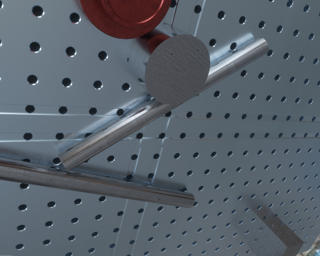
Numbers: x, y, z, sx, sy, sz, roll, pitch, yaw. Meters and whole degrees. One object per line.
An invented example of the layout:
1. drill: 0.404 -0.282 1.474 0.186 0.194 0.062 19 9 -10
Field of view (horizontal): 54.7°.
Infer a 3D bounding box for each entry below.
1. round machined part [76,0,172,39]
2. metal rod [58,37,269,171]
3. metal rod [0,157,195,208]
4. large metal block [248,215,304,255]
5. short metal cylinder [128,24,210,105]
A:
1. round machined part: -0.030 -0.135 0.301 0.099 0.042 0.097 -14 124 -21
2. metal rod: 0.011 -0.035 0.397 0.301 0.025 0.025 -31 129 -9
3. metal rod: -0.067 0.081 0.426 0.302 0.025 0.025 19 108 -36
4. large metal block: 0.248 0.251 0.670 0.050 0.080 0.079 0 119 -29
5. short metal cylinder: 0.010 -0.074 0.356 0.081 0.050 0.079 -14 125 -21
